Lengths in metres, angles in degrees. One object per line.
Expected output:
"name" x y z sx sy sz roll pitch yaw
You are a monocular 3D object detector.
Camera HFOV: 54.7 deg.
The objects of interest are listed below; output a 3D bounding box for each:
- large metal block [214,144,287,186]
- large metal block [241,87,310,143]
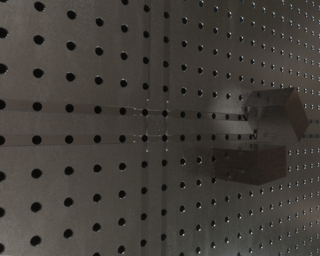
"large metal block" 0.145 0.055 0.498 0.081 0.080 0.050 -5 93 -40
"large metal block" 0.204 -0.022 0.548 0.050 0.080 0.080 -48 119 -30
